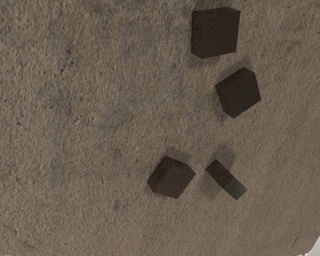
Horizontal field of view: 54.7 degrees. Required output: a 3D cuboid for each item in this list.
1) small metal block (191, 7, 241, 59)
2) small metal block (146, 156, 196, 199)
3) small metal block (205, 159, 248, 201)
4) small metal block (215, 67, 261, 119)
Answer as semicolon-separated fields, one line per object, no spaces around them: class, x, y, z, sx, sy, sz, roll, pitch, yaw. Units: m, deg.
small metal block;0.066;-0.115;0.373;0.050;0.025;0.050;-15;125;-20
small metal block;0.017;0.075;0.464;0.050;0.025;0.050;25;105;-37
small metal block;0.108;0.084;0.504;0.025;0.050;0.050;-46;130;3
small metal block;0.111;-0.050;0.439;0.050;0.025;0.050;-34;129;-6
